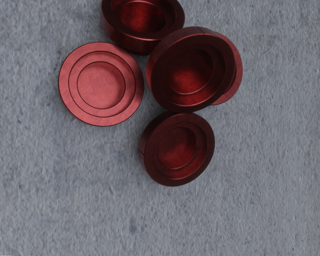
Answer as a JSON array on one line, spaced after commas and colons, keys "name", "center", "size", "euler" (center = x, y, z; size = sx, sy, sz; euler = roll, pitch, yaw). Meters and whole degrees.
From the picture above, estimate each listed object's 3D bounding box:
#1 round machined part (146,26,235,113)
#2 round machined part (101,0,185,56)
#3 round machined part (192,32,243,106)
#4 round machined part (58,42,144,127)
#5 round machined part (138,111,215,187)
[{"name": "round machined part", "center": [0.031, -0.068, 0.352], "size": [0.099, 0.042, 0.097], "euler": [-11, 131, -13]}, {"name": "round machined part", "center": [-0.022, -0.127, 0.378], "size": [0.099, 0.042, 0.098], "euler": [6, 58, -10]}, {"name": "round machined part", "center": [0.060, -0.078, 0.423], "size": [0.099, 0.042, 0.097], "euler": [0, 90, -21]}, {"name": "round machined part", "center": [-0.072, -0.050, 0.374], "size": [0.099, 0.042, 0.097], "euler": [0, 90, -21]}, {"name": "round machined part", "center": [0.018, 0.022, 0.398], "size": [0.099, 0.042, 0.097], "euler": [-9, 112, -23]}]
